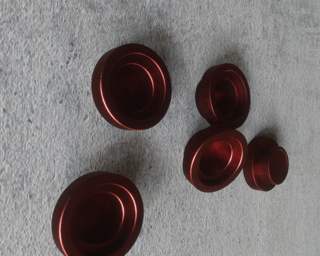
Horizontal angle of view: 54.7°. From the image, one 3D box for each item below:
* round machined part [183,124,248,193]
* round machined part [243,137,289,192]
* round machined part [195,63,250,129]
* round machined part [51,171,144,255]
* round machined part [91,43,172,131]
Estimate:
[{"bbox_3d":[0.073,0.039,0.440,0.099,0.042,0.097,-13,119,-25],"label":"round machined part"},{"bbox_3d":[0.196,0.066,0.557,0.099,0.042,0.097,0,90,-40],"label":"round machined part"},{"bbox_3d":[0.091,-0.046,0.468,0.099,0.042,0.097,2,86,-41],"label":"round machined part"},{"bbox_3d":[-0.069,0.096,0.336,0.099,0.042,0.097,0,90,-40],"label":"round machined part"},{"bbox_3d":[-0.037,-0.046,0.363,0.099,0.042,0.097,0,90,-40],"label":"round machined part"}]
